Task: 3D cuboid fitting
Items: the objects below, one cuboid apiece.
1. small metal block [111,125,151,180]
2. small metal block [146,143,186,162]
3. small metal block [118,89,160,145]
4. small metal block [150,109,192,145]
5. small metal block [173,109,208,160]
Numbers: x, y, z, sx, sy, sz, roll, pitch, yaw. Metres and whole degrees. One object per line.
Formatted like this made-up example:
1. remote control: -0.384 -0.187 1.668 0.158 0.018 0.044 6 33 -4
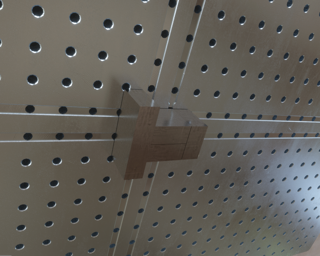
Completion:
1. small metal block: -0.038 0.030 0.393 0.025 0.050 0.050 0 119 -29
2. small metal block: -0.002 0.019 0.406 0.050 0.050 0.025 0 119 -29
3. small metal block: -0.027 -0.014 0.372 0.025 0.050 0.050 0 119 -29
4. small metal block: 0.004 -0.003 0.396 0.050 0.050 0.025 0 119 -29
5. small metal block: 0.034 0.008 0.419 0.025 0.050 0.050 0 119 -29
